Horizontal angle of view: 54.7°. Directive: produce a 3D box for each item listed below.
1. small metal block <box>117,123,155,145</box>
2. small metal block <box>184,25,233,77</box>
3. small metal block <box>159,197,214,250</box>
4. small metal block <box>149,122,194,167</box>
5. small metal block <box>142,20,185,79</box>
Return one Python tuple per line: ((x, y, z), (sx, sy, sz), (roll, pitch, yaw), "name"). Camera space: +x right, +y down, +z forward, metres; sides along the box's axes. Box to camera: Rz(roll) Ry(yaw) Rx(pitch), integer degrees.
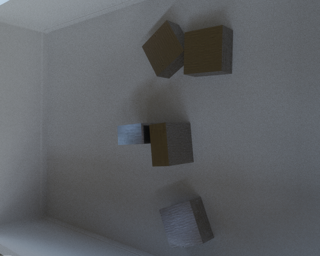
((-0.020, 0.008, 0.403), (0.050, 0.050, 0.025), (-5, 87, 48), "small metal block")
((0.056, -0.088, 0.361), (0.050, 0.025, 0.050), (2, 92, 39), "small metal block")
((0.032, 0.117, 0.381), (0.050, 0.025, 0.050), (-27, 73, 36), "small metal block")
((0.015, 0.019, 0.378), (0.025, 0.050, 0.050), (-8, 85, 39), "small metal block")
((0.010, -0.100, 0.398), (0.050, 0.025, 0.050), (-39, 66, 33), "small metal block")
